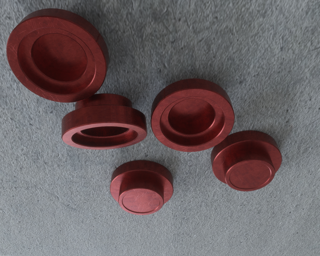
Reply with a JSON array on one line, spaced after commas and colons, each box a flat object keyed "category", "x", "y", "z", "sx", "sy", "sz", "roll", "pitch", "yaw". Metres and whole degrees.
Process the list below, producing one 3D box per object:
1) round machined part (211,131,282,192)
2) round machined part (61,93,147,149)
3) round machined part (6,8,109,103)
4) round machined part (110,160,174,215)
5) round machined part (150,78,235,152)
[{"category": "round machined part", "x": 0.124, "y": 0.054, "z": 0.443, "sx": 0.099, "sy": 0.042, "sz": 0.097, "roll": 0, "pitch": 130, "yaw": 0}, {"category": "round machined part", "x": -0.066, "y": -0.008, "z": 0.370, "sx": 0.099, "sy": 0.042, "sz": 0.098, "roll": -6, "pitch": 160, "yaw": -2}, {"category": "round machined part", "x": -0.103, "y": -0.078, "z": 0.328, "sx": 0.099, "sy": 0.042, "sz": 0.097, "roll": 0, "pitch": 130, "yaw": 0}, {"category": "round machined part", "x": -0.028, "y": 0.098, "z": 0.479, "sx": 0.099, "sy": 0.042, "sz": 0.097, "roll": 0, "pitch": 130, "yaw": 0}, {"category": "round machined part", "x": 0.038, "y": -0.019, "z": 0.380, "sx": 0.099, "sy": 0.042, "sz": 0.097, "roll": 0, "pitch": 130, "yaw": 0}]
